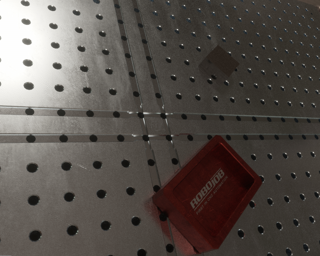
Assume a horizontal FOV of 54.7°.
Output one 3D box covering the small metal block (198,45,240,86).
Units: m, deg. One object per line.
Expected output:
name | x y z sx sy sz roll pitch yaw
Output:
small metal block | 0.101 -0.108 0.531 0.050 0.025 0.050 42 51 0

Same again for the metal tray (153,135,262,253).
metal tray | 0.065 0.078 0.393 0.090 0.030 0.131 47 51 5
